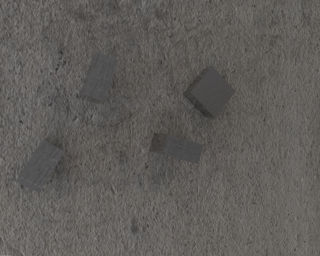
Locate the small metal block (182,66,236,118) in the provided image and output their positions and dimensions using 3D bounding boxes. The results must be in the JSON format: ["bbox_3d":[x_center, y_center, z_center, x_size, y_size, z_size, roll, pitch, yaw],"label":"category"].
[{"bbox_3d":[0.069,-0.049,0.434,0.050,0.025,0.050,44,76,-15],"label":"small metal block"}]

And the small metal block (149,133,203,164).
[{"bbox_3d":[0.020,0.026,0.403,0.050,0.050,0.025,18,84,-19],"label":"small metal block"}]

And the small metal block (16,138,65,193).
[{"bbox_3d":[-0.133,0.040,0.347,0.025,0.050,0.050,34,79,-17],"label":"small metal block"}]

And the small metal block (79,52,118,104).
[{"bbox_3d":[-0.074,-0.057,0.368,0.025,0.050,0.050,18,84,-19],"label":"small metal block"}]
